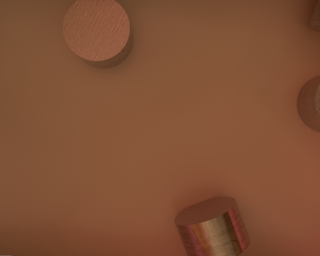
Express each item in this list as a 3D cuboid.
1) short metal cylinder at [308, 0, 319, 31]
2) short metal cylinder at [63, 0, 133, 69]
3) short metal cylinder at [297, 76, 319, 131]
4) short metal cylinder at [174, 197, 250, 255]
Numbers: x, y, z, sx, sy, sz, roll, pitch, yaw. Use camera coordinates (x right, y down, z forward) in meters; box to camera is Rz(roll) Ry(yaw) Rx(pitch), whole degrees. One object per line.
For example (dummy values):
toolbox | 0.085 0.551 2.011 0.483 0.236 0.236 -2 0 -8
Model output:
short metal cylinder | 0.233 -0.141 0.381 0.080 0.080 0.050 13 109 -1
short metal cylinder | -0.077 -0.121 0.398 0.081 0.050 0.079 0 90 -1
short metal cylinder | 0.229 -0.033 0.402 0.081 0.050 0.079 0 90 -1
short metal cylinder | 0.064 0.125 0.385 0.080 0.080 0.050 -20 90 0
